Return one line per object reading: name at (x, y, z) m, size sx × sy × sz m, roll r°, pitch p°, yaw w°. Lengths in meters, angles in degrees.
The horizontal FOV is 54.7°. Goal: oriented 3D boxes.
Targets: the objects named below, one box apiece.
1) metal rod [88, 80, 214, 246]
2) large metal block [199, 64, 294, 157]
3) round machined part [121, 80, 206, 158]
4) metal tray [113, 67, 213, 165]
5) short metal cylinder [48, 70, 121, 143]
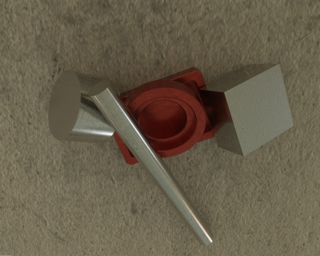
metal rod at (0.005, 0.065, 0.388) m, size 0.025 × 0.025 × 0.299 m, roll -26°, pitch 126°, yaw 9°
large metal block at (0.104, -0.024, 0.372) m, size 0.081 × 0.050 × 0.080 m, roll -28°, pitch 110°, yaw -18°
round machined part at (0.003, -0.014, 0.371) m, size 0.099 × 0.042 × 0.097 m, roll -3°, pitch 126°, yaw -4°
metal tray at (0.002, -0.015, 0.403) m, size 0.131 × 0.030 × 0.090 m, roll -19°, pitch 109°, yaw 6°
short metal cylinder at (-0.090, -0.023, 0.365) m, size 0.050 × 0.080 × 0.079 m, roll 8°, pitch 115°, yaw -42°
